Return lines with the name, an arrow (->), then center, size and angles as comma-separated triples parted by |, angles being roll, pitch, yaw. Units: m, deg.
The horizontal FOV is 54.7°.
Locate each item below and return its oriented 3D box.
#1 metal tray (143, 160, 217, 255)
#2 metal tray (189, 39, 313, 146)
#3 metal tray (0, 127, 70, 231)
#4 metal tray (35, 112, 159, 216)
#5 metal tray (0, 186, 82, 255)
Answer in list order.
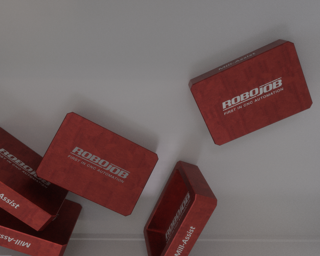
metal tray -> 0.022, 0.121, 0.417 | 0.030, 0.090, 0.129 | 19, 108, -19
metal tray -> 0.113, -0.044, 0.393 | 0.130, 0.030, 0.090 | -24, 109, 8
metal tray -> -0.183, 0.061, 0.397 | 0.130, 0.090, 0.030 | 40, 106, -14
metal tray -> -0.080, 0.047, 0.407 | 0.131, 0.030, 0.090 | 28, 83, -10
metal tray -> -0.181, 0.120, 0.419 | 0.131, 0.090, 0.030 | 22, 109, -8
